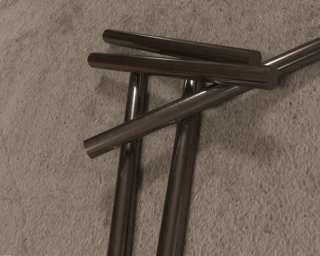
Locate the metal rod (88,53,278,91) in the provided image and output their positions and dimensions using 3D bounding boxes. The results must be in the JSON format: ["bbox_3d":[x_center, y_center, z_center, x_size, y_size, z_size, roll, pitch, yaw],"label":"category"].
[{"bbox_3d":[0.003,-0.080,0.407,0.300,0.025,0.025,15,70,40],"label":"metal rod"}]

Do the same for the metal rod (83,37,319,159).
[{"bbox_3d":[0.052,-0.034,0.368,0.301,0.025,0.025,-24,53,2],"label":"metal rod"}]

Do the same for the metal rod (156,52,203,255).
[{"bbox_3d":[0.028,0.029,0.370,0.025,0.025,0.299,-4,60,26],"label":"metal rod"}]

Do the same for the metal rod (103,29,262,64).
[{"bbox_3d":[0.007,-0.118,0.446,0.300,0.025,0.025,25,75,44],"label":"metal rod"}]

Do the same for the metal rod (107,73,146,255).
[{"bbox_3d":[-0.040,0.036,0.400,0.025,0.025,0.299,-10,57,22],"label":"metal rod"}]
